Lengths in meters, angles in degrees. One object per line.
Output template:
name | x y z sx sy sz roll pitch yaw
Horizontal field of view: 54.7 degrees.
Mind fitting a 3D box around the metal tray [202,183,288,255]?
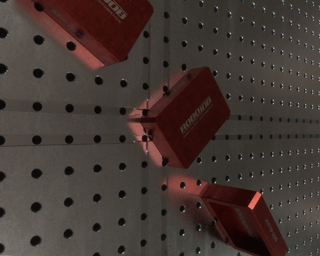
metal tray | 0.132 0.147 0.480 0.030 0.090 0.130 -46 118 -30

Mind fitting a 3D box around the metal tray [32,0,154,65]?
metal tray | -0.075 -0.145 0.344 0.130 0.030 0.090 40 65 -33

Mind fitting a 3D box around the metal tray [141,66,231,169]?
metal tray | 0.043 -0.017 0.444 0.131 0.030 0.090 -47 118 -30
